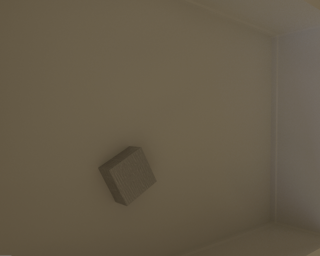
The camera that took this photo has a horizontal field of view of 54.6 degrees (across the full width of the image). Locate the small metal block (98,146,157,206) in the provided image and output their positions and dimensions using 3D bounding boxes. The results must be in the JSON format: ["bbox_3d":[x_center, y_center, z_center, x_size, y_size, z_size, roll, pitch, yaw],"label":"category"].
[{"bbox_3d":[-0.038,0.057,0.374,0.050,0.025,0.050,-35,112,-34],"label":"small metal block"}]
